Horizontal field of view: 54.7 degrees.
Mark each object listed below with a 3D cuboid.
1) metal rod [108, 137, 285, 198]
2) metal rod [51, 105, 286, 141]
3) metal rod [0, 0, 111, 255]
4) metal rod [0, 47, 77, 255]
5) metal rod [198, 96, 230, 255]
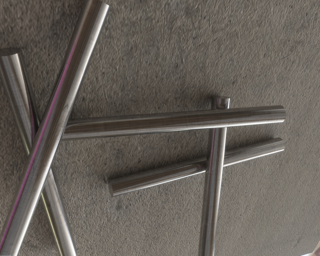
[{"bbox_3d":[0.070,0.055,0.478,0.303,0.025,0.025,-11,123,-23],"label":"metal rod"},{"bbox_3d":[0.024,-0.008,0.388,0.302,0.025,0.025,-5,121,-17],"label":"metal rod"},{"bbox_3d":[-0.117,0.014,0.321,0.025,0.025,0.298,17,100,-35],"label":"metal rod"},{"bbox_3d":[-0.137,0.055,0.366,0.025,0.025,0.298,-15,125,-20],"label":"metal rod"},{"bbox_3d":[0.078,0.101,0.466,0.025,0.025,0.298,-5,107,-26],"label":"metal rod"}]
